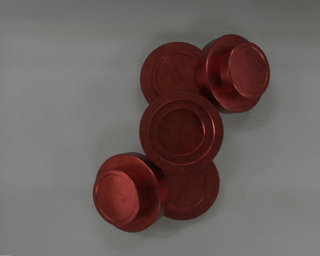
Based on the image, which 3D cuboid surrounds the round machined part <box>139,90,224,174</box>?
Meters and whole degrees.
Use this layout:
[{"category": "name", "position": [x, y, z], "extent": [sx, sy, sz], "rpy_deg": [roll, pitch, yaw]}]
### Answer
[{"category": "round machined part", "position": [0.025, 0.005, 0.380], "extent": [0.099, 0.042, 0.097], "rpy_deg": [0, 90, -1]}]

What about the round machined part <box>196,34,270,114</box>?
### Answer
[{"category": "round machined part", "position": [0.096, -0.068, 0.381], "extent": [0.099, 0.042, 0.097], "rpy_deg": [2, 87, -31]}]

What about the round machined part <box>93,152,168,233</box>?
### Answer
[{"category": "round machined part", "position": [-0.043, 0.081, 0.380], "extent": [0.098, 0.042, 0.097], "rpy_deg": [2, 95, 29]}]

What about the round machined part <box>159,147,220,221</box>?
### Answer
[{"category": "round machined part", "position": [0.029, 0.072, 0.402], "extent": [0.099, 0.042, 0.097], "rpy_deg": [0, 90, -1]}]

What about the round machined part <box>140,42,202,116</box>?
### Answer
[{"category": "round machined part", "position": [0.023, -0.063, 0.401], "extent": [0.099, 0.042, 0.097], "rpy_deg": [0, 90, -1]}]
